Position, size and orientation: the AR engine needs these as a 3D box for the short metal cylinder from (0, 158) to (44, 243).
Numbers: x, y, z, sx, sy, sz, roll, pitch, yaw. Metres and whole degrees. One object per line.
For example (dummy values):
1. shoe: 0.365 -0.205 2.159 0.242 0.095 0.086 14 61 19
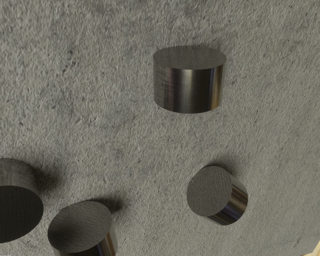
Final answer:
1. short metal cylinder: -0.175 0.080 0.344 0.081 0.050 0.079 -14 124 -21

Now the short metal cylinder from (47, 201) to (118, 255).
1. short metal cylinder: -0.099 0.143 0.405 0.081 0.080 0.050 -18 126 -18

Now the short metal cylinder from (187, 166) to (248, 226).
1. short metal cylinder: 0.089 0.106 0.485 0.080 0.080 0.050 -48 129 6

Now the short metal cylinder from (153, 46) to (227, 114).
1. short metal cylinder: 0.033 -0.057 0.353 0.081 0.080 0.050 -14 124 -21
